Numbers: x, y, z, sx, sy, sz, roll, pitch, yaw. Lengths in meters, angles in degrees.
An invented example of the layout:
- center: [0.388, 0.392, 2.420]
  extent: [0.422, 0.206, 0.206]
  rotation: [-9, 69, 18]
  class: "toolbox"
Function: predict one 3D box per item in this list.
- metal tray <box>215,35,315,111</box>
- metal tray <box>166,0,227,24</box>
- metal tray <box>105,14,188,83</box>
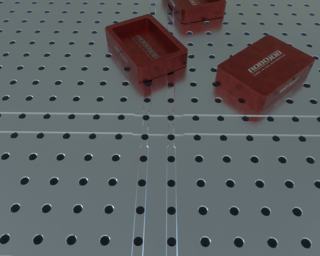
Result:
- center: [0.162, -0.090, 0.481]
  extent: [0.131, 0.030, 0.090]
  rotation: [-34, 58, -25]
  class: "metal tray"
- center: [0.065, -0.264, 0.626]
  extent: [0.091, 0.030, 0.130]
  rotation: [-14, 51, -11]
  class: "metal tray"
- center: [-0.025, -0.138, 0.520]
  extent: [0.091, 0.030, 0.130]
  rotation: [-24, 54, -19]
  class: "metal tray"
